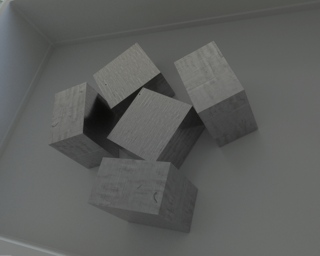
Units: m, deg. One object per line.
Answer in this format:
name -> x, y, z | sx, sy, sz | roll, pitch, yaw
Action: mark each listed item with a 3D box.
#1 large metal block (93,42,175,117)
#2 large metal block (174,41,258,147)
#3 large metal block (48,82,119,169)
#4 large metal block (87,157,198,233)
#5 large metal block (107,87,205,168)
large metal block -> -0.038, -0.063, 0.444 | 0.080, 0.050, 0.080 | -36, 51, 4
large metal block -> 0.065, -0.037, 0.356 | 0.050, 0.080, 0.080 | -27, 53, 11
large metal block -> -0.099, -0.001, 0.420 | 0.050, 0.080, 0.080 | -17, 55, 18
large metal block -> -0.015, 0.072, 0.332 | 0.080, 0.080, 0.050 | 1, 62, 28
large metal block -> -0.004, 0.005, 0.386 | 0.080, 0.050, 0.080 | 25, 75, 36
